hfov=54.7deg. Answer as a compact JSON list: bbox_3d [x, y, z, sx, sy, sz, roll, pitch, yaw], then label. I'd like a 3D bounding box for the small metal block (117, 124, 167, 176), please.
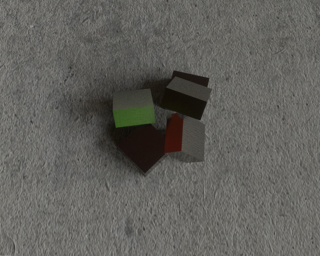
[{"bbox_3d":[-0.018,0.026,0.400,0.050,0.025,0.050,-43,76,-14],"label":"small metal block"}]

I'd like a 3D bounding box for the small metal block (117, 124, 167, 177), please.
[{"bbox_3d":[-0.018,0.026,0.400,0.050,0.025,0.050,-43,76,-14],"label":"small metal block"}]

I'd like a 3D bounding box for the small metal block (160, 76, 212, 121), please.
[{"bbox_3d":[0.034,-0.038,0.383,0.050,0.025,0.050,20,28,7],"label":"small metal block"}]

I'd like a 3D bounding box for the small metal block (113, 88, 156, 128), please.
[{"bbox_3d":[-0.034,-0.027,0.406,0.050,0.025,0.050,-7,33,-3],"label":"small metal block"}]

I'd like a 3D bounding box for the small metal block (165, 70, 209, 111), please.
[{"bbox_3d":[0.037,-0.047,0.427,0.050,0.025,0.050,13,70,4],"label":"small metal block"}]

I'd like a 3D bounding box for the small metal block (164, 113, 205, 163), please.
[{"bbox_3d":[0.032,0.013,0.389,0.025,0.050,0.050,-11,64,37],"label":"small metal block"}]
